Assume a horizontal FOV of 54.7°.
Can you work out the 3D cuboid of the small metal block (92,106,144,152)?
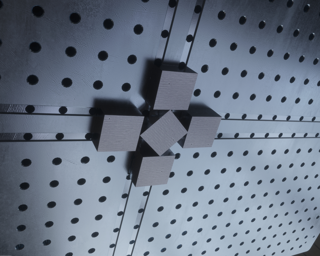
[{"bbox_3d":[-0.052,0.001,0.384,0.050,0.025,0.050,1,118,-30],"label":"small metal block"}]

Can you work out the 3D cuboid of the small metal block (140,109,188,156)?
[{"bbox_3d":[0.001,0.002,0.414,0.050,0.025,0.050,-41,130,-1],"label":"small metal block"}]

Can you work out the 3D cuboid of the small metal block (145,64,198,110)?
[{"bbox_3d":[0.014,-0.051,0.389,0.050,0.025,0.050,-1,119,-29],"label":"small metal block"}]

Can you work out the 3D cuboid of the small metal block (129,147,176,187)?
[{"bbox_3d":[-0.011,0.054,0.440,0.050,0.025,0.050,0,118,-29],"label":"small metal block"}]

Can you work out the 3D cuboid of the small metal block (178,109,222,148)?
[{"bbox_3d":[0.054,0.001,0.443,0.050,0.025,0.050,0,119,-29],"label":"small metal block"}]
